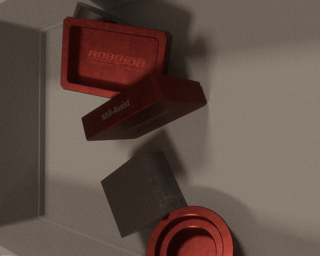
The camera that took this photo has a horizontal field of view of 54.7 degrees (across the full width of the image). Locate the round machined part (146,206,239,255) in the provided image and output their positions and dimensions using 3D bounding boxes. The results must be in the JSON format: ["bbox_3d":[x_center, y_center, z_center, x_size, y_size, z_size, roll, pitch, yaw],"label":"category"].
[{"bbox_3d":[0.038,0.140,0.342,0.098,0.042,0.098,-16,47,18],"label":"round machined part"}]

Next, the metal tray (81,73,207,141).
[{"bbox_3d":[-0.021,-0.020,0.379,0.130,0.091,0.030,-26,74,37],"label":"metal tray"}]

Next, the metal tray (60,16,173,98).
[{"bbox_3d":[-0.056,-0.084,0.387,0.131,0.030,0.089,12,108,10],"label":"metal tray"}]

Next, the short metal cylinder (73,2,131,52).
[{"bbox_3d":[-0.086,-0.137,0.439,0.080,0.081,0.050,39,114,32],"label":"short metal cylinder"}]

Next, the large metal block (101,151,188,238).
[{"bbox_3d":[-0.023,0.086,0.407,0.080,0.050,0.080,-38,67,33],"label":"large metal block"}]
